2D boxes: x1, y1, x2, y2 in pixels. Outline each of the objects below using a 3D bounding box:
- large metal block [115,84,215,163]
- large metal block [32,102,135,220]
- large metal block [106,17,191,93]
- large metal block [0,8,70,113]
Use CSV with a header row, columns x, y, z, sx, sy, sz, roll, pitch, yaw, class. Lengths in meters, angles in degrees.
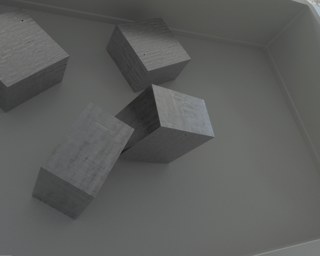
x,y,z,sx,sy,sz,roll,pitch,yaw,class
0.002,0.000,0.360,0.081,0.080,0.050,11,56,-39,large metal block
-0.077,0.035,0.308,0.050,0.080,0.080,32,52,-7,large metal block
-0.017,-0.106,0.445,0.081,0.050,0.080,-24,75,-36,large metal block
-0.165,-0.077,0.348,0.080,0.050,0.080,45,51,3,large metal block
